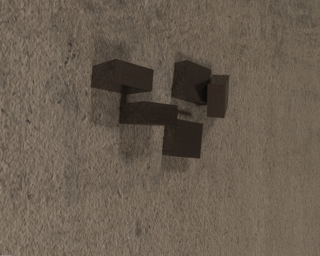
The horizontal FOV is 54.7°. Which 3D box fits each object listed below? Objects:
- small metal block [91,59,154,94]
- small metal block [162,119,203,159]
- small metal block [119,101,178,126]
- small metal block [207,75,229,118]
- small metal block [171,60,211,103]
[{"bbox_3d":[-0.043,-0.057,0.354,0.050,0.050,0.025,8,85,-40],"label":"small metal block"},{"bbox_3d":[0.032,0.016,0.434,0.050,0.025,0.050,9,84,-40],"label":"small metal block"},{"bbox_3d":[-0.014,-0.016,0.378,0.050,0.050,0.025,4,88,-40],"label":"small metal block"},{"bbox_3d":[0.086,-0.048,0.457,0.050,0.025,0.050,-55,146,-60],"label":"small metal block"},{"bbox_3d":[0.046,-0.065,0.445,0.050,0.025,0.050,11,83,-40],"label":"small metal block"}]
